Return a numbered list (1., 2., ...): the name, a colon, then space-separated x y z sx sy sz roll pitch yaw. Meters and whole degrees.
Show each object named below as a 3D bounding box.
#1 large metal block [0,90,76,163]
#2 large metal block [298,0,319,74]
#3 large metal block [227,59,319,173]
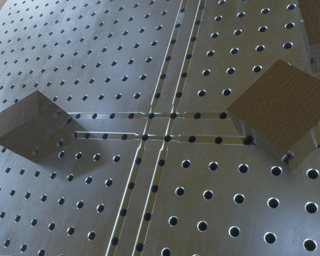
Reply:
1. large metal block: -0.190 0.000 0.474 0.080 0.080 0.050 -28 52 11
2. large metal block: 0.209 -0.117 0.354 0.080 0.050 0.080 -10 57 22
3. large metal block: 0.134 -0.014 0.331 0.080 0.050 0.080 -44 51 -2
